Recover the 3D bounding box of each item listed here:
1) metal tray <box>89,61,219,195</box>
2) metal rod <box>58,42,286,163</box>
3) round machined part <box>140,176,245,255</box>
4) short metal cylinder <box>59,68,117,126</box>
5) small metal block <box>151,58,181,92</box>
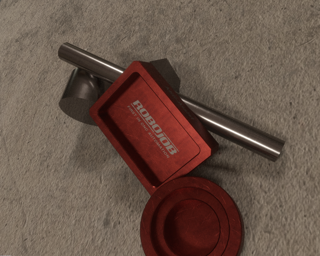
[{"bbox_3d":[-0.010,0.001,0.349,0.090,0.030,0.130,-43,79,22],"label":"metal tray"},{"bbox_3d":[-0.002,-0.039,0.371,0.301,0.025,0.025,27,76,18],"label":"metal rod"},{"bbox_3d":[0.034,0.100,0.307,0.098,0.042,0.098,-8,66,19],"label":"round machined part"},{"bbox_3d":[-0.096,-0.043,0.444,0.080,0.080,0.050,-1,61,27],"label":"short metal cylinder"},{"bbox_3d":[0.004,-0.057,0.419,0.025,0.050,0.050,-6,59,25],"label":"small metal block"}]
